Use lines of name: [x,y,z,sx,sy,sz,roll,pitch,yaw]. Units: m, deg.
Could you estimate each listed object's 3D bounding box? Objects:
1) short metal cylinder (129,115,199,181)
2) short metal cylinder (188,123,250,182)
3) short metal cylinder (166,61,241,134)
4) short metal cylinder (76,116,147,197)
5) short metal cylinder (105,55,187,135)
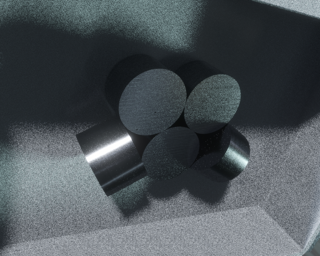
short metal cylinder: [0.004,0.021,0.406,0.081,0.050,0.079,-14,124,-21]
short metal cylinder: [0.076,0.030,0.430,0.050,0.080,0.080,34,99,-38]
short metal cylinder: [0.054,-0.039,0.396,0.081,0.050,0.079,-14,124,-21]
short metal cylinder: [-0.056,0.032,0.360,0.050,0.080,0.080,-27,128,-11]
short metal cylinder: [-0.017,-0.038,0.357,0.081,0.050,0.079,-14,124,-21]
